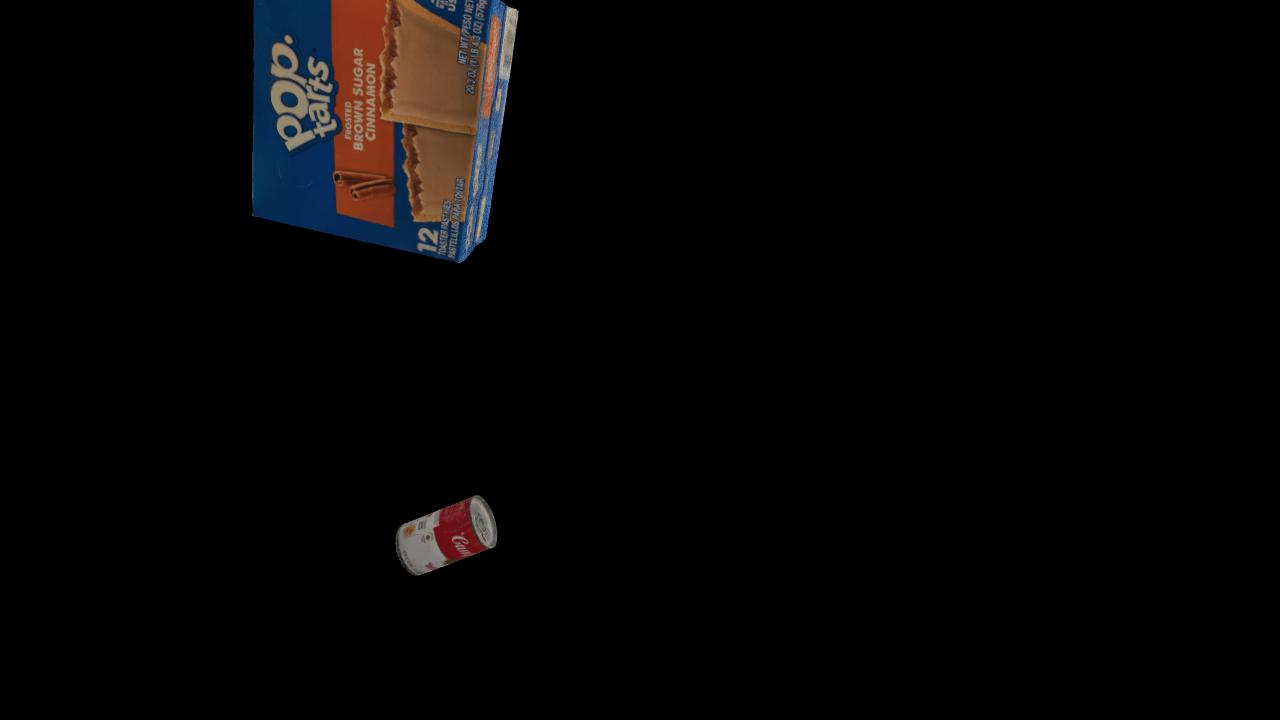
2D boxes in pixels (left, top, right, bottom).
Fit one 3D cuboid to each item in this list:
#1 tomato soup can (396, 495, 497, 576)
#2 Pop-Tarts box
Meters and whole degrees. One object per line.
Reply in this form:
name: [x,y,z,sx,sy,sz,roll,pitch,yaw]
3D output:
tomato soup can: [-0.236,0.214,0.750,0.101,0.068,0.068,-21,-2,4]
Pop-Tarts box: [-0.170,-0.169,0.416,0.141,0.167,0.083,13,21,-5]
